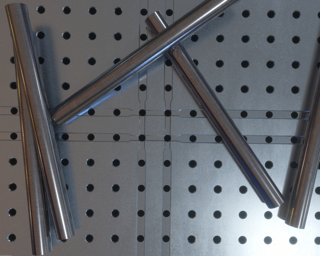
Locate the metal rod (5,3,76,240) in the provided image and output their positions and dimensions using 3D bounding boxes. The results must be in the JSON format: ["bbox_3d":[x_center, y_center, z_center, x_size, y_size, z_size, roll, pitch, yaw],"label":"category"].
[{"bbox_3d":[-0.150,-0.003,0.395,0.025,0.025,0.298,-10,96,0],"label":"metal rod"}]

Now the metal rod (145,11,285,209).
[{"bbox_3d":[0.073,-0.024,0.414,0.025,0.025,0.299,-34,90,0],"label":"metal rod"}]

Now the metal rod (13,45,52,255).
[{"bbox_3d":[-0.170,0.016,0.411,0.025,0.025,0.298,-5,90,-1],"label":"metal rod"}]

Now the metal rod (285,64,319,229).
[{"bbox_3d":[0.213,-0.015,0.416,0.025,0.025,0.298,13,90,-1],"label":"metal rod"}]

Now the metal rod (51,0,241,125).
[{"bbox_3d":[-0.013,-0.096,0.391,0.300,0.025,0.025,-34,91,8],"label":"metal rod"}]
